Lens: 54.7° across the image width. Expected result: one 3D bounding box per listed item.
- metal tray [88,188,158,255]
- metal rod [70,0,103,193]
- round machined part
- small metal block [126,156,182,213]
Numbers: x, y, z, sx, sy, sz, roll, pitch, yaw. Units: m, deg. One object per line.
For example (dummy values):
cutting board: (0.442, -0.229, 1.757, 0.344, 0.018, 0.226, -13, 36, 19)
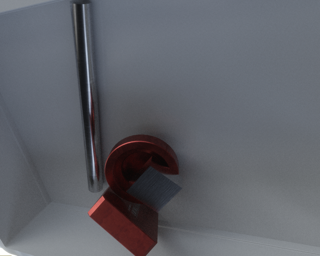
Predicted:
metal tray: (-0.046, 0.123, 0.445, 0.090, 0.130, 0.030, 41, 91, -1)
metal rod: (-0.101, -0.024, 0.445, 0.025, 0.025, 0.298, 16, 125, 18)
round machined part: (-0.023, 0.052, 0.427, 0.099, 0.042, 0.097, 1, 114, 3)
small metal block: (-0.007, 0.073, 0.398, 0.050, 0.025, 0.050, 37, 111, -12)
